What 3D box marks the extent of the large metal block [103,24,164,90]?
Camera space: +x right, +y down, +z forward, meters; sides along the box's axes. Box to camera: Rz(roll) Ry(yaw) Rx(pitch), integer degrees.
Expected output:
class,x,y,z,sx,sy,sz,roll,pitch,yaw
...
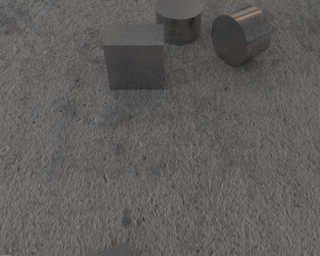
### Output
class,x,y,z,sx,sy,sz,roll,pitch,yaw
large metal block,-0.035,-0.102,0.453,0.081,0.080,0.050,-1,50,-1

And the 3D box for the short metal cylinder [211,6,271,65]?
class,x,y,z,sx,sy,sz,roll,pitch,yaw
short metal cylinder,0.127,-0.146,0.491,0.050,0.080,0.080,-27,55,-21

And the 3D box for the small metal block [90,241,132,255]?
class,x,y,z,sx,sy,sz,roll,pitch,yaw
small metal block,-0.045,0.141,0.284,0.050,0.025,0.050,-17,52,-14

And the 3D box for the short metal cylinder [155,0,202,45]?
class,x,y,z,sx,sy,sz,roll,pitch,yaw
short metal cylinder,0.032,-0.191,0.548,0.081,0.050,0.080,0,50,0
